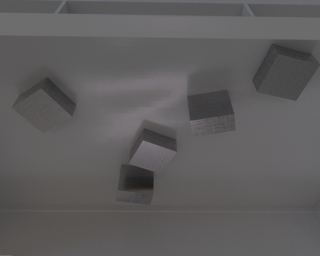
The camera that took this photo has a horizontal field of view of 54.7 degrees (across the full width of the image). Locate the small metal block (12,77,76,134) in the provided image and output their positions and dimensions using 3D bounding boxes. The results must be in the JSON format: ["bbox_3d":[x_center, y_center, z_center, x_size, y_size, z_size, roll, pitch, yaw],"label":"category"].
[{"bbox_3d":[-0.143,-0.027,0.385,0.050,0.025,0.050,-27,125,21],"label":"small metal block"}]

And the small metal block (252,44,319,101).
[{"bbox_3d":[0.143,-0.063,0.356,0.050,0.025,0.050,11,129,-10],"label":"small metal block"}]

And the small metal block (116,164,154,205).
[{"bbox_3d":[-0.037,0.084,0.464,0.050,0.050,0.025,9,130,-8],"label":"small metal block"}]

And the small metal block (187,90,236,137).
[{"bbox_3d":[0.061,-0.019,0.377,0.050,0.050,0.025,-9,130,7],"label":"small metal block"}]

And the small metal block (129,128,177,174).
[{"bbox_3d":[-0.010,0.033,0.437,0.050,0.025,0.050,20,127,-17],"label":"small metal block"}]
